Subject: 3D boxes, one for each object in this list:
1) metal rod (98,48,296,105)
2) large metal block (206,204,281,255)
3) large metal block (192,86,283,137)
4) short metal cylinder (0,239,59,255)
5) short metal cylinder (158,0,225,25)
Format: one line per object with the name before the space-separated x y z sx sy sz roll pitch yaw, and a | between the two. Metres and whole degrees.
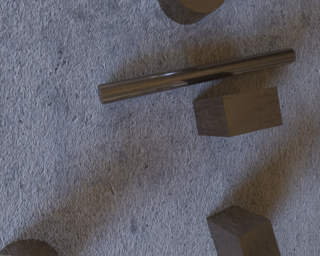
metal rod | 0.064 -0.077 0.432 0.302 0.025 0.025 -15 95 -20
large metal block | 0.115 0.160 0.423 0.050 0.080 0.080 -20 97 -19
large metal block | 0.101 -0.021 0.418 0.081 0.080 0.050 -12 94 -20
short metal cylinder | -0.150 0.171 0.341 0.081 0.050 0.080 0 90 -20
short metal cylinder | 0.042 -0.185 0.411 0.081 0.050 0.080 0 90 -20
